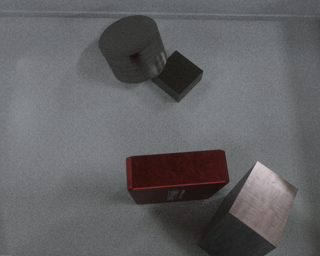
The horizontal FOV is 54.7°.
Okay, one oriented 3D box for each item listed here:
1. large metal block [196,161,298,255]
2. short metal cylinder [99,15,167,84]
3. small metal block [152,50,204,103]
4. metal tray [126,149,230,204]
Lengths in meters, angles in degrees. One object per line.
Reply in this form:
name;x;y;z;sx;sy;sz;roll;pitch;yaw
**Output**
large metal block;0.093;0.096;0.332;0.050;0.079;0.080;36;46;12
short metal cylinder;-0.036;-0.107;0.422;0.080;0.050;0.080;-8;55;12
small metal block;0.024;-0.073;0.437;0.050;0.025;0.050;41;75;13
metal tray;0.015;0.058;0.333;0.091;0.130;0.030;-4;70;-2
